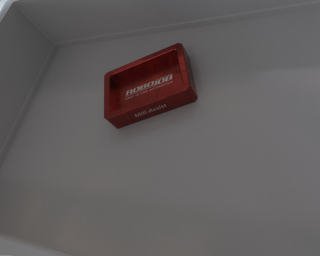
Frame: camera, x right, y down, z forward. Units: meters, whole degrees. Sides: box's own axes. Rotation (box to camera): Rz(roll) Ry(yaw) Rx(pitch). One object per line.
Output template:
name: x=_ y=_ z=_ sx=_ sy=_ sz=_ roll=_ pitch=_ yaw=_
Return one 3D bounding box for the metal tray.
metal tray: x=-0.018 y=-0.061 z=0.449 sx=0.130 sy=0.030 sz=0.090 roll=-19 pitch=54 yaw=17
